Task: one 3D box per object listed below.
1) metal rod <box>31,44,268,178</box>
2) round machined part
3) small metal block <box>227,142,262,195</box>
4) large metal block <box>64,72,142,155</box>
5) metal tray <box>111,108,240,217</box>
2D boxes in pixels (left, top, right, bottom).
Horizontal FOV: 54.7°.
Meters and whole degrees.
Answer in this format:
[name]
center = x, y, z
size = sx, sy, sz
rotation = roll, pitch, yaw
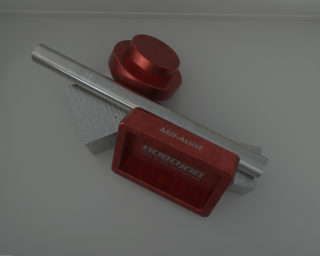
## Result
[metal rod]
center = -0.019, -0.024, 0.362
size = 0.301, 0.025, 0.025
rotation = 28, 72, 9
[round machined part]
center = -0.013, -0.084, 0.402
size = 0.099, 0.042, 0.098
rotation = 22, 39, -18
[small metal block]
center = 0.100, 0.051, 0.377
size = 0.025, 0.050, 0.050
rotation = 14, 71, 5
[large metal block]
center = -0.066, -0.022, 0.402
size = 0.080, 0.050, 0.080
rotation = -21, 72, -8
[metal tray]
center = 0.012, 0.042, 0.355
size = 0.130, 0.089, 0.030
rotation = 25, 45, 8
